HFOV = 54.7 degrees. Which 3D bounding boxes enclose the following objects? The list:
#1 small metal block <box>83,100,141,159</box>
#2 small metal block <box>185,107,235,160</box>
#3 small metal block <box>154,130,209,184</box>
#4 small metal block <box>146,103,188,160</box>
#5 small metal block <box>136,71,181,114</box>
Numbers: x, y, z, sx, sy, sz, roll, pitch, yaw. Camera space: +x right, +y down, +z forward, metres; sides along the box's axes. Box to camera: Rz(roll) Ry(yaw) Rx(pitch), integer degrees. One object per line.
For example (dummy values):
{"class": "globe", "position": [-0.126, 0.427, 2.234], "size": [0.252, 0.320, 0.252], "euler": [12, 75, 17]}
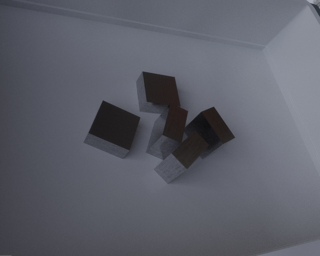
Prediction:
{"class": "small metal block", "position": [-0.057, 0.002, 0.374], "size": [0.050, 0.025, 0.050], "euler": [25, 53, -13]}
{"class": "small metal block", "position": [0.065, 0.007, 0.420], "size": [0.025, 0.050, 0.050], "euler": [-22, 74, -36]}
{"class": "small metal block", "position": [0.026, 0.036, 0.381], "size": [0.025, 0.050, 0.050], "euler": [47, 51, 4]}
{"class": "small metal block", "position": [0.009, 0.005, 0.391], "size": [0.025, 0.050, 0.050], "euler": [25, 53, -13]}
{"class": "small metal block", "position": [-0.003, -0.048, 0.433], "size": [0.050, 0.025, 0.050], "euler": [5, 59, -26]}
